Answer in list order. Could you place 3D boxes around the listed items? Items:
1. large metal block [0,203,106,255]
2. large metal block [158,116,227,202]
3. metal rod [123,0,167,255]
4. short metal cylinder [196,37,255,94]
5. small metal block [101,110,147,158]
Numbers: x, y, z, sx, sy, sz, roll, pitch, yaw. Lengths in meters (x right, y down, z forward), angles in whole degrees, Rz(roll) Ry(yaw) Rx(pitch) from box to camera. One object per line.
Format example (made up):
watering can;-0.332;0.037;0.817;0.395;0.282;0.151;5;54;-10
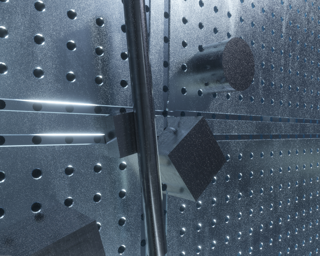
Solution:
large metal block;-0.107;0.116;0.285;0.081;0.080;0.050;-21;104;-38
large metal block;0.036;0.040;0.426;0.080;0.050;0.080;-45;118;-31
metal rod;-0.017;0.002;0.364;0.025;0.025;0.298;-9;96;-40
short metal cylinder;0.103;-0.095;0.481;0.081;0.050;0.079;0;90;-40
small metal block;-0.039;0.005;0.378;0.050;0.025;0.050;-16;100;-39
